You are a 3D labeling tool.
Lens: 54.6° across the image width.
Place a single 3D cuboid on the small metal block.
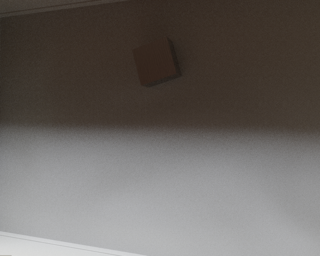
[{"bbox_3d":[-0.004,-0.086,0.412,0.050,0.025,0.050,-16,85,19],"label":"small metal block"}]
